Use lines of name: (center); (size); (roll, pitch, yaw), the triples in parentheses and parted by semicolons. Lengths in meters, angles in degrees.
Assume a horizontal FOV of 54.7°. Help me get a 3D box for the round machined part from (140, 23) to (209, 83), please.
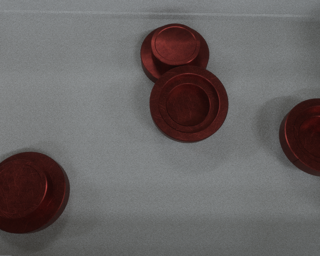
round machined part: (0.021, -0.108, 0.441); (0.099, 0.042, 0.098); (0, 70, -1)

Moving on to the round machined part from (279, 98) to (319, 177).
round machined part: (0.202, 0.015, 0.398); (0.099, 0.042, 0.098); (0, 70, -1)

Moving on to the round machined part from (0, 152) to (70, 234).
round machined part: (-0.163, 0.075, 0.371); (0.099, 0.042, 0.098); (0, 70, -1)

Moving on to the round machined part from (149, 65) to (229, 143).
round machined part: (0.036, -0.029, 0.405); (0.099, 0.042, 0.097); (0, 81, -1)
